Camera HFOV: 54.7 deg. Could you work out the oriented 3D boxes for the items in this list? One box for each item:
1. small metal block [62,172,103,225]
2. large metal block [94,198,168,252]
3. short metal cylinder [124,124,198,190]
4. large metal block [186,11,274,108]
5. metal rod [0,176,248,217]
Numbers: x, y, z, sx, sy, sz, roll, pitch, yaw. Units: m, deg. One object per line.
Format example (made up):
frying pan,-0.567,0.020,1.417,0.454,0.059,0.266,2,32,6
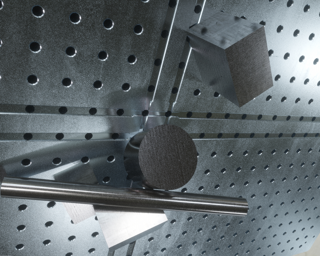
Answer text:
small metal block,-0.102,0.094,0.415,0.050,0.025,0.050,-24,128,-14
large metal block,-0.041,0.128,0.431,0.081,0.050,0.080,-20,159,-17
short metal cylinder,0.000,0.038,0.396,0.081,0.050,0.080,5,80,-26
large metal block,0.083,-0.084,0.371,0.050,0.080,0.080,-33,129,-7
metal rod,-0.033,0.087,0.388,0.302,0.025,0.025,8,116,-12
